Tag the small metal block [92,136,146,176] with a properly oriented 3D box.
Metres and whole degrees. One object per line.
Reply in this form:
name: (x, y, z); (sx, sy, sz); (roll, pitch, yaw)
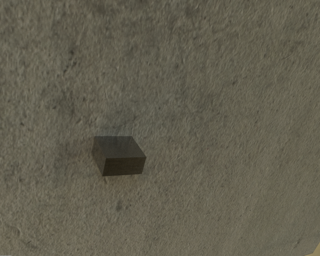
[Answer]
small metal block: (-0.052, 0.033, 0.382); (0.050, 0.050, 0.025); (1, 118, -29)
